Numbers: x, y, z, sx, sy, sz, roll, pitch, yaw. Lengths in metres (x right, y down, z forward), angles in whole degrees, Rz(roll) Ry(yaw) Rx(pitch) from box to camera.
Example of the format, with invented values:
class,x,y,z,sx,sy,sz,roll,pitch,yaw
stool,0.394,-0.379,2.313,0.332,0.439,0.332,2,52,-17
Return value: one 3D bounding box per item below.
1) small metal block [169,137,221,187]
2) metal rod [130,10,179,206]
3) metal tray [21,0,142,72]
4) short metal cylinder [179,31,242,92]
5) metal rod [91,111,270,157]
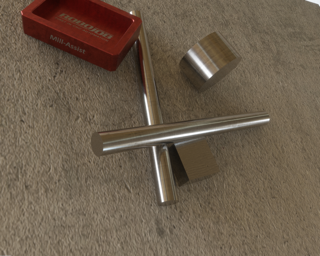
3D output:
class,x,y,z,sx,sy,sz,roll,pitch,yaw
small metal block,0.042,0.043,0.400,0.050,0.025,0.050,-9,66,-32
metal rod,-0.015,-0.045,0.423,0.025,0.025,0.299,4,60,-26
metal tray,-0.101,-0.137,0.414,0.131,0.030,0.090,24,52,0
short metal cylinder,0.076,-0.099,0.470,0.081,0.080,0.050,-30,79,-38
metal rod,0.052,0.000,0.407,0.302,0.025,0.025,-8,66,-40
